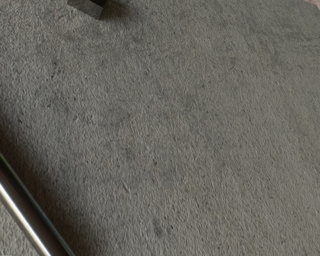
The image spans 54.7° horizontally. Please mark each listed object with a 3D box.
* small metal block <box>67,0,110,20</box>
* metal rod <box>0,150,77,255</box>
[{"bbox_3d":[-0.105,-0.199,0.470,0.050,0.025,0.050,25,53,-13],"label":"small metal block"},{"bbox_3d":[-0.175,0.016,0.299,0.025,0.025,0.300,-34,81,-38],"label":"metal rod"}]
